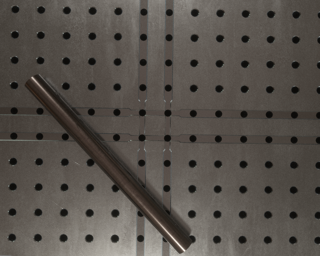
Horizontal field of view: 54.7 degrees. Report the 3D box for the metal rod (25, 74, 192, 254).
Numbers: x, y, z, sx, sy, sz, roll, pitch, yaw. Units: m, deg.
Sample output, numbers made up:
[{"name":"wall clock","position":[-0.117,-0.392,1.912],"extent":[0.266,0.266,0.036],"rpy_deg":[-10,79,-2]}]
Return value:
[{"name":"metal rod","position":[-0.068,0.048,0.412],"extent":[0.025,0.025,0.300],"rpy_deg":[-42,91,0]}]
